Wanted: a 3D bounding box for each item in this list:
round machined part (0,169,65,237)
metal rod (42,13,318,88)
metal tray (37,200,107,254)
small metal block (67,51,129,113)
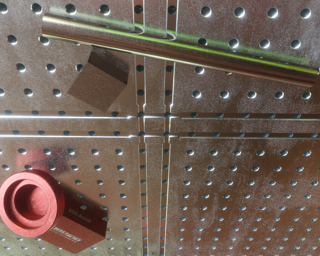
[{"bbox_3d":[-0.189,0.110,0.471,0.098,0.042,0.097,1,94,12],"label":"round machined part"},{"bbox_3d":[0.029,-0.083,0.341,0.302,0.025,0.025,9,130,-8],"label":"metal rod"},{"bbox_3d":[-0.172,0.175,0.555,0.090,0.030,0.130,-34,123,25],"label":"metal tray"},{"bbox_3d":[-0.073,-0.053,0.366,0.050,0.025,0.050,29,124,-23],"label":"small metal block"}]
